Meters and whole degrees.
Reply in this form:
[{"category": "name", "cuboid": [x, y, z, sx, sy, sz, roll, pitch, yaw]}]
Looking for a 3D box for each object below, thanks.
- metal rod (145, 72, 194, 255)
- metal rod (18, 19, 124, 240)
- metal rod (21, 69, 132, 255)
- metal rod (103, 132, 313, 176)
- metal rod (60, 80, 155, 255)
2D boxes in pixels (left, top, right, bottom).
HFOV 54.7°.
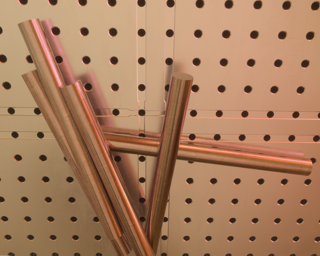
[{"category": "metal rod", "cuboid": [0.003, 0.071, 0.417, 0.025, 0.025, 0.298, 8, 118, -3]}, {"category": "metal rod", "cuboid": [-0.107, 0.014, 0.398, 0.025, 0.025, 0.298, -17, 106, 5]}, {"category": "metal rod", "cuboid": [-0.108, 0.060, 0.434, 0.025, 0.025, 0.299, -20, 109, 7]}, {"category": "metal rod", "cuboid": [0.059, 0.035, 0.427, 0.302, 0.025, 0.025, 8, 110, -4]}, {"category": "metal rod", "cuboid": [-0.058, 0.081, 0.413, 0.025, 0.025, 0.298, -18, 109, 6]}]
